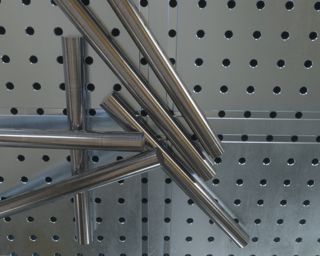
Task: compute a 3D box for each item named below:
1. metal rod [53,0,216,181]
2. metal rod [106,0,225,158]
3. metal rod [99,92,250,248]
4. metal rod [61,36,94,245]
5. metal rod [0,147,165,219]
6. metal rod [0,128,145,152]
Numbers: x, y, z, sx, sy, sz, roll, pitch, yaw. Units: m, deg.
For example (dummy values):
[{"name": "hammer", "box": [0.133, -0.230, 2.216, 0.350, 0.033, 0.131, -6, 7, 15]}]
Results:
[{"name": "metal rod", "box": [-0.022, -0.045, 0.396, 0.025, 0.025, 0.300, -36, 106, 12]}, {"name": "metal rod", "box": [-0.003, -0.084, 0.382, 0.025, 0.025, 0.300, -31, 107, 11]}, {"name": "metal rod", "box": [0.029, 0.068, 0.438, 0.025, 0.025, 0.300, -39, 106, 13]}, {"name": "metal rod", "box": [-0.110, 0.030, 0.423, 0.025, 0.025, 0.298, 2, 110, -1]}, {"name": "metal rod", "box": [-0.135, 0.084, 0.419, 0.300, 0.025, 0.025, -20, 109, 16]}, {"name": "metal rod", "box": [-0.170, 0.013, 0.397, 0.301, 0.025, 0.025, 2, 110, 7]}]
